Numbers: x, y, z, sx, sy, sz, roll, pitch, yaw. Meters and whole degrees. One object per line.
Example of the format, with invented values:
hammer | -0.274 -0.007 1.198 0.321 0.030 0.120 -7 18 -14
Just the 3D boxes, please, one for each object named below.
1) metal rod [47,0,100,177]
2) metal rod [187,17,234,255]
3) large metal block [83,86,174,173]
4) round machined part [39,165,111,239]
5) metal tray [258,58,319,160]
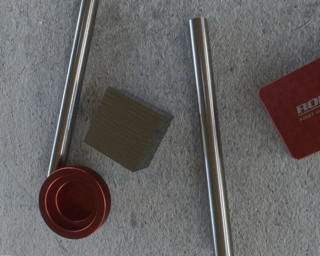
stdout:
metal rod | -0.129 -0.050 0.452 0.025 0.025 0.298 14 94 19
metal rod | 0.063 0.013 0.386 0.025 0.025 0.298 -7 88 19
large metal block | -0.041 0.001 0.409 0.080 0.050 0.080 29 99 17
round machined part | -0.114 0.100 0.435 0.098 0.042 0.097 1 92 12
metal tray | 0.188 -0.032 0.340 0.130 0.030 0.090 -28 81 17
